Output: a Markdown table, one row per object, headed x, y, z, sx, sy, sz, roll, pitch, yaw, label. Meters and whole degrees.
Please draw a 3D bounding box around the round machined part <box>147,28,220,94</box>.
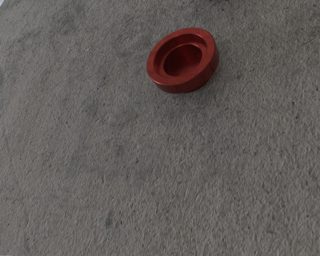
| x | y | z | sx | sy | sz | roll | pitch | yaw | label |
| --- | --- | --- | --- | --- | --- | --- | --- | --- | --- |
| 0.035 | -0.087 | 0.429 | 0.098 | 0.042 | 0.098 | -13 | 56 | 21 | round machined part |
